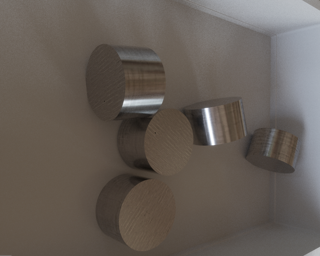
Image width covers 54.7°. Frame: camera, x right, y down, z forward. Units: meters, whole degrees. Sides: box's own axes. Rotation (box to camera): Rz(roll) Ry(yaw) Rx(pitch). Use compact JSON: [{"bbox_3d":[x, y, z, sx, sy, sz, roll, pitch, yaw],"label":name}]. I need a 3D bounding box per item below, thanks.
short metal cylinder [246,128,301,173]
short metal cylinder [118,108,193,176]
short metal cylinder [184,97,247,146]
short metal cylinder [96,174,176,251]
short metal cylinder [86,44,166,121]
[{"bbox_3d":[0.196,0.040,0.535,0.080,0.080,0.050,34,69,-35],"label":"short metal cylinder"},{"bbox_3d":[-0.004,0.016,0.384,0.081,0.050,0.079,-2,93,-42],"label":"short metal cylinder"},{"bbox_3d":[0.079,-0.011,0.436,0.081,0.080,0.050,-20,103,-38],"label":"short metal cylinder"},{"bbox_3d":[-0.028,0.097,0.367,0.081,0.050,0.080,0,90,-40],"label":"short metal cylinder"},{"bbox_3d":[-0.039,-0.049,0.338,0.050,0.080,0.079,-8,95,-40],"label":"short metal cylinder"}]
